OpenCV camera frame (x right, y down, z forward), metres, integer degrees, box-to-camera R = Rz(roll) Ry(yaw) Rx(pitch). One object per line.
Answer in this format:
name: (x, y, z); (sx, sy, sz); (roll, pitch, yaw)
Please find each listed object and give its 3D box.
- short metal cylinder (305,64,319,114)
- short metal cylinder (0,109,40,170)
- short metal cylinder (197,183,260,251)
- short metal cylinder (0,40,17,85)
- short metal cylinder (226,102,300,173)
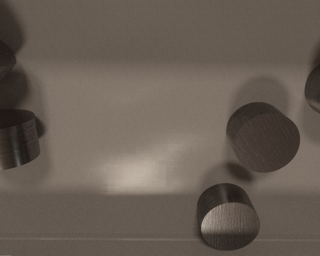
short metal cylinder: (0.231, -0.046, 0.384); (0.081, 0.050, 0.079); (0, 110, -1)
short metal cylinder: (-0.195, 0.012, 0.384); (0.081, 0.080, 0.050); (-1, 110, 0)
short metal cylinder: (0.096, 0.127, 0.446); (0.081, 0.050, 0.079); (0, 110, -1)
short metal cylinder: (-0.215, -0.079, 0.350); (0.080, 0.080, 0.050); (41, 105, -14)
short metal cylinder: (0.132, 0.011, 0.404); (0.081, 0.050, 0.079); (0, 110, -1)
